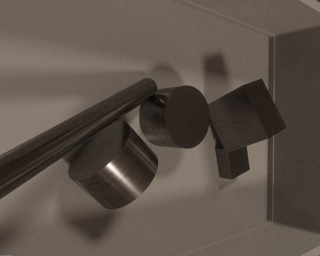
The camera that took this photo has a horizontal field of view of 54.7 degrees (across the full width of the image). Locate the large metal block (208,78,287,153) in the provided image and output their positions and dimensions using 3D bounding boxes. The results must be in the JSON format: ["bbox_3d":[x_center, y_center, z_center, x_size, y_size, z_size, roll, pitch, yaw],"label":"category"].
[{"bbox_3d":[0.126,-0.017,0.465,0.050,0.080,0.080,-22,85,-38],"label":"large metal block"}]

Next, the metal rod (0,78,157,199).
[{"bbox_3d":[-0.075,0.003,0.272,0.301,0.025,0.025,-43,119,-57],"label":"metal rod"}]

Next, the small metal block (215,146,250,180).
[{"bbox_3d":[0.120,0.051,0.510,0.050,0.025,0.050,-17,101,-39],"label":"small metal block"}]

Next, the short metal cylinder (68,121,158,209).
[{"bbox_3d":[-0.049,0.039,0.331,0.050,0.080,0.080,51,60,-28],"label":"short metal cylinder"}]

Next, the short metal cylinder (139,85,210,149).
[{"bbox_3d":[0.020,-0.014,0.409,0.081,0.050,0.079,0,90,-40],"label":"short metal cylinder"}]
